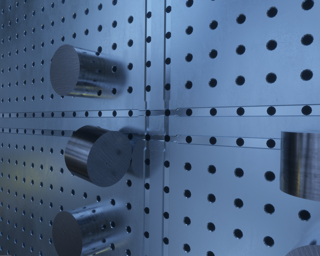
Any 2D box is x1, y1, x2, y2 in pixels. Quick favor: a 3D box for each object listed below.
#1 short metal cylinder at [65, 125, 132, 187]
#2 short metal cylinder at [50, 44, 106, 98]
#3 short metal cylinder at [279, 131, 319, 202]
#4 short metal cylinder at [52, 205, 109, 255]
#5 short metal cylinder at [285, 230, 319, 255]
[{"bbox_3d":[-0.087,0.039,0.443,0.050,0.081,0.079,13,98,39],"label":"short metal cylinder"},{"bbox_3d":[-0.133,-0.090,0.500,0.080,0.050,0.079,0,90,39],"label":"short metal cylinder"},{"bbox_3d":[0.142,0.029,0.256,0.080,0.081,0.050,2,92,39],"label":"short metal cylinder"},{"bbox_3d":[-0.128,0.168,0.496,0.080,0.050,0.079,0,90,39],"label":"short metal cylinder"},{"bbox_3d":[0.150,0.135,0.269,0.080,0.050,0.079,0,90,39],"label":"short metal cylinder"}]
